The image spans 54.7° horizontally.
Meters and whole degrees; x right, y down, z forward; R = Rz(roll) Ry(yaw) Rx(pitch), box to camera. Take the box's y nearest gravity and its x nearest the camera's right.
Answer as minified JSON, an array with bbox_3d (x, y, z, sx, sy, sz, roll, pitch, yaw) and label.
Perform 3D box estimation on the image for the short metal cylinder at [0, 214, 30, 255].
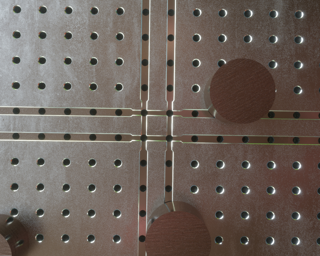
[{"bbox_3d":[-0.219,0.158,0.399,0.081,0.050,0.079,0,90,0],"label":"short metal cylinder"}]

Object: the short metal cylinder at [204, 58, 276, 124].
[{"bbox_3d":[0.101,-0.045,0.401,0.081,0.050,0.079,0,90,0],"label":"short metal cylinder"}]

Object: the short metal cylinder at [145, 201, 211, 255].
[{"bbox_3d":[0.022,0.140,0.401,0.081,0.050,0.079,0,90,0],"label":"short metal cylinder"}]
